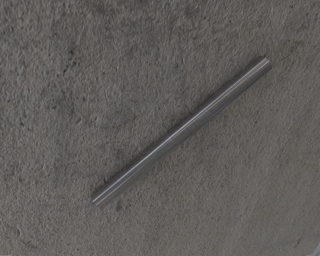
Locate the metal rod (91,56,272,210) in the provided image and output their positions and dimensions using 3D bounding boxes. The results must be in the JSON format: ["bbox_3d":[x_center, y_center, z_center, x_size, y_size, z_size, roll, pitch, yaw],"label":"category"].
[{"bbox_3d":[0.030,0.005,0.425,0.300,0.025,0.025,-39,129,-2],"label":"metal rod"}]
